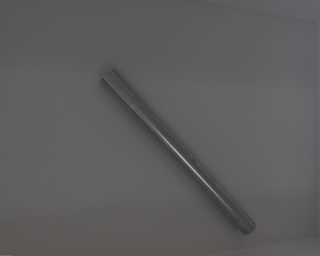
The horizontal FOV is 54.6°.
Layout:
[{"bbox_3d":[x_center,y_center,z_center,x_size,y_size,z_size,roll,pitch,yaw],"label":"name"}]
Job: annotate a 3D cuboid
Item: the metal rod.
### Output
[{"bbox_3d":[0.032,0.041,0.422,0.025,0.025,0.300,-46,104,-14],"label":"metal rod"}]
